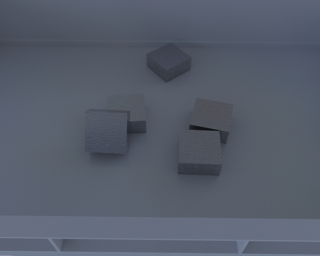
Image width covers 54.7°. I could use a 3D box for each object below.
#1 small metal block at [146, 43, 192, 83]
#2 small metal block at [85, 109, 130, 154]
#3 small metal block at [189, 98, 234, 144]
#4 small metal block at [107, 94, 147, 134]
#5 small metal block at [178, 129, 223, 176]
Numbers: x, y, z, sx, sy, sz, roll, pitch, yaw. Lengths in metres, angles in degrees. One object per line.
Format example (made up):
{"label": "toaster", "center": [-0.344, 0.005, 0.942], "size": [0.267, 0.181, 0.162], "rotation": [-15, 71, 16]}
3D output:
{"label": "small metal block", "center": [0.014, -0.105, 0.493], "size": [0.050, 0.025, 0.050], "rotation": [-31, 57, -23]}
{"label": "small metal block", "center": [-0.064, 0.004, 0.382], "size": [0.050, 0.050, 0.025], "rotation": [3, 10, 2]}
{"label": "small metal block", "center": [0.068, -0.010, 0.414], "size": [0.050, 0.025, 0.050], "rotation": [11, 51, 9]}
{"label": "small metal block", "center": [-0.045, -0.019, 0.421], "size": [0.050, 0.025, 0.050], "rotation": [-4, 50, -3]}
{"label": "small metal block", "center": [0.048, 0.030, 0.380], "size": [0.050, 0.025, 0.050], "rotation": [2, 50, 2]}
